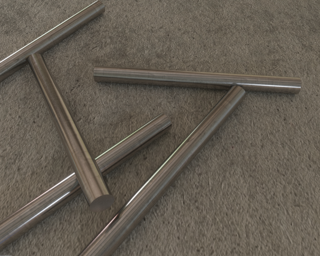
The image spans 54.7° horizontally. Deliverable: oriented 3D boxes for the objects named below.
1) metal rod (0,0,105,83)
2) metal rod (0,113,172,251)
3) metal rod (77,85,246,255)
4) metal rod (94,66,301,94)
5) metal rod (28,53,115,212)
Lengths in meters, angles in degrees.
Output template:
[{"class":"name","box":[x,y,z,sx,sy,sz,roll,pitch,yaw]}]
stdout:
[{"class":"metal rod","box":[-0.197,-0.138,0.516,0.025,0.025,0.301,26,54,20]},{"class":"metal rod","box":[-0.104,0.069,0.344,0.302,0.025,0.025,-35,58,-26]},{"class":"metal rod","box":[0.020,0.040,0.368,0.025,0.025,0.301,31,56,23]},{"class":"metal rod","box":[0.053,-0.072,0.463,0.302,0.025,0.025,4,50,3]},{"class":"metal rod","box":[-0.126,-0.017,0.395,0.025,0.025,0.300,-22,47,-18]}]
